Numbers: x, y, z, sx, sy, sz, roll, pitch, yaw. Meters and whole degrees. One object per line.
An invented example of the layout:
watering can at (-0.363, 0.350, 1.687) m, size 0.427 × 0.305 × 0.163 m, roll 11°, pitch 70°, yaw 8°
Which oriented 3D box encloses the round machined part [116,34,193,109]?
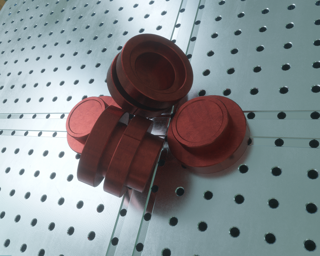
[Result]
round machined part at (-0.010, -0.069, 0.401) m, size 0.042 × 0.099 × 0.098 m, roll -41°, pitch 35°, yaw 56°

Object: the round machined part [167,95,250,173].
round machined part at (0.053, 0.001, 0.370) m, size 0.098 × 0.042 × 0.098 m, roll -13°, pitch 56°, yaw 21°

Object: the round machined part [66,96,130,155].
round machined part at (-0.097, -0.007, 0.453) m, size 0.098 × 0.042 × 0.098 m, roll -13°, pitch 56°, yaw 21°

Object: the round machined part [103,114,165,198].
round machined part at (-0.026, 0.037, 0.365) m, size 0.042 × 0.098 × 0.098 m, roll 23°, pitch 71°, yaw 3°

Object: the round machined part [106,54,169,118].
round machined part at (-0.026, -0.058, 0.426) m, size 0.042 × 0.099 × 0.098 m, roll -41°, pitch 35°, yaw 56°

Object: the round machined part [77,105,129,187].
round machined part at (-0.056, 0.026, 0.370) m, size 0.042 × 0.098 × 0.098 m, roll 22°, pitch 71°, yaw 3°
